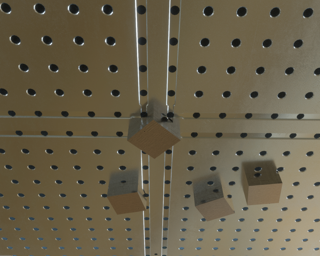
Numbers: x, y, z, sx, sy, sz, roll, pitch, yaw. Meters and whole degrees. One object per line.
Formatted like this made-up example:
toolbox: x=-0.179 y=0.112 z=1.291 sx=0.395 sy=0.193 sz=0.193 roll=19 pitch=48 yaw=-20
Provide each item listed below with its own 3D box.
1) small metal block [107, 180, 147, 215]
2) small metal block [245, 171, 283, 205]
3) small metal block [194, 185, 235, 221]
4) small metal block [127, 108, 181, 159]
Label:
small metal block: x=-0.053 y=0.114 z=0.508 sx=0.050 sy=0.025 sz=0.050 roll=-11 pitch=130 yaw=9
small metal block: x=0.163 y=0.096 z=0.495 sx=0.050 sy=0.025 sz=0.050 roll=-6 pitch=130 yaw=5
small metal block: x=0.091 y=0.127 z=0.520 sx=0.050 sy=0.025 sz=0.050 roll=-23 pitch=127 yaw=18
small metal block: x=-0.008 y=0.008 z=0.418 sx=0.050 sy=0.025 sz=0.050 roll=37 pitch=121 yaw=-27
